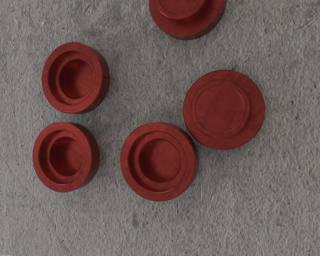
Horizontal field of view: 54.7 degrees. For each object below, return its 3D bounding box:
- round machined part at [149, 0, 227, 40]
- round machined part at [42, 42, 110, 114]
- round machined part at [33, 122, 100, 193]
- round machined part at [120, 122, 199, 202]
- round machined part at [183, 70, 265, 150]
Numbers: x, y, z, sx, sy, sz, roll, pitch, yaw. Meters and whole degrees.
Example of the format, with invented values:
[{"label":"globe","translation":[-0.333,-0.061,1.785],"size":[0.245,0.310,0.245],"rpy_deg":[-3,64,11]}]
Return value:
[{"label":"round machined part","translation":[0.031,-0.164,0.389],"size":[0.098,0.042,0.097],"rpy_deg":[0,90,20]},{"label":"round machined part","translation":[-0.114,-0.068,0.440],"size":[0.098,0.042,0.097],"rpy_deg":[0,90,20]},{"label":"round machined part","translation":[-0.129,0.040,0.446],"size":[0.098,0.042,0.097],"rpy_deg":[0,90,20]},{"label":"round machined part","translation":[0.003,0.041,0.399],"size":[0.098,0.042,0.097],"rpy_deg":[0,90,20]},{"label":"round machined part","translation":[0.075,-0.022,0.373],"size":[0.098,0.042,0.097],"rpy_deg":[0,90,20]}]
